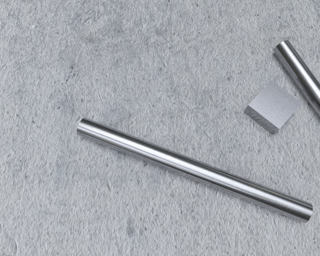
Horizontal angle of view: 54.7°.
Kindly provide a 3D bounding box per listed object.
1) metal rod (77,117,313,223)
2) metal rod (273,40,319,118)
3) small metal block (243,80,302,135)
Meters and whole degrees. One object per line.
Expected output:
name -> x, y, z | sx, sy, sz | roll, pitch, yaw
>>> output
metal rod -> 0.037, 0.050, 0.389 | 0.301, 0.025, 0.025 | 20, 71, 7
metal rod -> 0.241, 0.007, 0.407 | 0.025, 0.025, 0.299 | -24, 72, -8
small metal block -> 0.152, -0.027, 0.419 | 0.050, 0.025, 0.050 | 41, 75, 13
